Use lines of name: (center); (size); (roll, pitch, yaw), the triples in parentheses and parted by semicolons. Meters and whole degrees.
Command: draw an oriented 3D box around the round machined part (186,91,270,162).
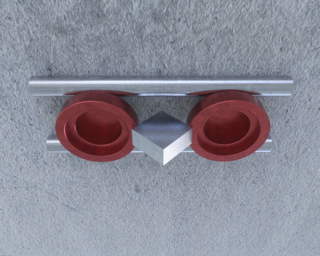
round machined part: (0.082, -0.006, 0.386); (0.099, 0.042, 0.097); (0, 130, 0)

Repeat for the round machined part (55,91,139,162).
round machined part: (-0.075, -0.006, 0.386); (0.099, 0.042, 0.097); (0, 130, 0)

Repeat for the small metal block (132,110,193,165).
small metal block: (0.003, 0.010, 0.366); (0.050, 0.050, 0.025); (31, 138, 32)

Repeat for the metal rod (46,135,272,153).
metal rod: (0.000, 0.022, 0.427); (0.302, 0.025, 0.025); (0, 130, -1)

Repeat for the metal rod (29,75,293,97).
metal rod: (0.002, -0.050, 0.366); (0.302, 0.025, 0.025); (0, 130, -1)
